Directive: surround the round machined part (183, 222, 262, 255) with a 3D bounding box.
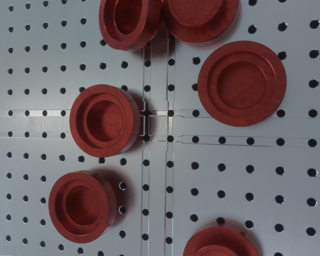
[{"bbox_3d":[0.074,0.170,0.378,0.098,0.042,0.097,0,90,20],"label":"round machined part"}]

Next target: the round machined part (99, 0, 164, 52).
[{"bbox_3d":[-0.034,-0.149,0.404,0.098,0.042,0.097,3,94,43],"label":"round machined part"}]

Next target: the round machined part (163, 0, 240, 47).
[{"bbox_3d":[0.048,-0.155,0.387,0.098,0.042,0.097,0,90,20],"label":"round machined part"}]

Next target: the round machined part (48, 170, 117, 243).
[{"bbox_3d":[-0.105,0.108,0.441,0.098,0.042,0.097,0,90,20],"label":"round machined part"}]

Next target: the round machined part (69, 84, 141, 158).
[{"bbox_3d":[-0.072,-0.009,0.429,0.098,0.042,0.097,0,90,20],"label":"round machined part"}]

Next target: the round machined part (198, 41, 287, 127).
[{"bbox_3d":[0.098,-0.050,0.369,0.098,0.042,0.097,0,90,20],"label":"round machined part"}]
